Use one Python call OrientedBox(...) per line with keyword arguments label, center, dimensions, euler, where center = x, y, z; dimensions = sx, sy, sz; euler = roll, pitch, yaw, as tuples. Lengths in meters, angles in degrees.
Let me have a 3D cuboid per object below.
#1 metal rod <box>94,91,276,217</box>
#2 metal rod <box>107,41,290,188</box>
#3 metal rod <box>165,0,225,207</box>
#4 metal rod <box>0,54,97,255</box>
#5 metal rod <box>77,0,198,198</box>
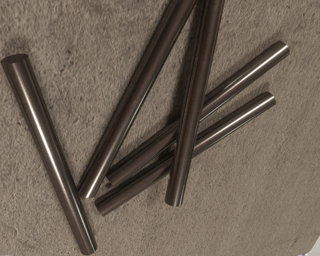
OrientedBox(label="metal rod", center=(0.042, 0.034, 0.452), dimensions=(0.301, 0.025, 0.025), euler=(-32, 129, -8))
OrientedBox(label="metal rod", center=(0.053, -0.021, 0.424), dimensions=(0.301, 0.025, 0.025), euler=(-37, 130, -4))
OrientedBox(label="metal rod", center=(0.042, -0.037, 0.384), dimensions=(0.025, 0.025, 0.298), euler=(-1, 111, -28))
OrientedBox(label="metal rod", center=(-0.121, 0.056, 0.376), dimensions=(0.025, 0.025, 0.298), euler=(-20, 126, -17))
OrientedBox(label="metal rod", center=(-0.027, -0.042, 0.367), dimensions=(0.025, 0.025, 0.298), euler=(18, 109, -36))
